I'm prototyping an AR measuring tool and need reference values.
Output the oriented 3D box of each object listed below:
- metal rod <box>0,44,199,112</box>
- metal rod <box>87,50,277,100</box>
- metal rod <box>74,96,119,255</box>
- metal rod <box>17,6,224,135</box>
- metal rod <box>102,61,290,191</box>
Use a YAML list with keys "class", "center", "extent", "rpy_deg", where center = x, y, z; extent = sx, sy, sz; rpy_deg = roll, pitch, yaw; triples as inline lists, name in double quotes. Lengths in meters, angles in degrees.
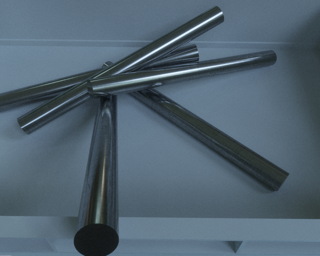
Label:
- class: "metal rod"
  center: [-0.093, -0.069, 0.436]
  extent: [0.302, 0.025, 0.025]
  rpy_deg: [-15, 52, -3]
- class: "metal rod"
  center: [0.048, -0.081, 0.440]
  extent: [0.303, 0.025, 0.025]
  rpy_deg: [-14, 51, -25]
- class: "metal rod"
  center: [-0.055, 0.007, 0.313]
  extent: [0.025, 0.025, 0.300]
  rpy_deg: [-6, 23, -5]
- class: "metal rod"
  center: [-0.046, -0.080, 0.412]
  extent: [0.301, 0.025, 0.025]
  rpy_deg: [-31, 56, -6]
- class: "metal rod"
  center: [0.029, -0.015, 0.417]
  extent: [0.300, 0.025, 0.025]
  rpy_deg: [35, 58, 25]
